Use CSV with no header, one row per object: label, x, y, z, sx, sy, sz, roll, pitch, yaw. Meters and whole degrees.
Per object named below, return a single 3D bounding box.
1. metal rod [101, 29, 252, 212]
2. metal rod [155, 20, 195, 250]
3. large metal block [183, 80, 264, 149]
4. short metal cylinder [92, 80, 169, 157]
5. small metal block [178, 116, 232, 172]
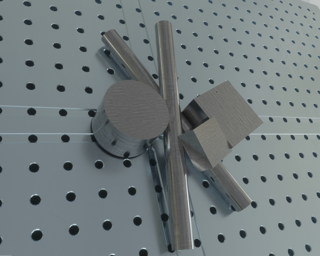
metal rod,0.018,-0.015,0.423,0.025,0.025,0.300,-32,80,-38
metal rod,0.015,-0.007,0.391,0.025,0.025,0.299,6,67,-25
large metal block,0.085,-0.011,0.439,0.081,0.050,0.080,-31,79,-38
short metal cylinder,-0.036,-0.011,0.375,0.081,0.050,0.080,14,56,-21
small metal block,0.057,0.019,0.382,0.050,0.025,0.050,-30,93,-46
